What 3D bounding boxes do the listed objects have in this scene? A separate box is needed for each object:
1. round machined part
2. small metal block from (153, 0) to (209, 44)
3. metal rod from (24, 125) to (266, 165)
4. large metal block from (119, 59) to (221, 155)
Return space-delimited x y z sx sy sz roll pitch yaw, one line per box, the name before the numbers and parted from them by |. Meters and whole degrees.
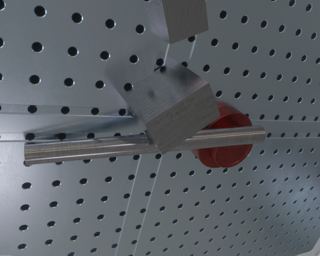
round machined part | 0.101 0.021 0.468 0.099 0.042 0.097 -14 124 -21
small metal block | 0.024 -0.128 0.345 0.050 0.025 0.050 -24 127 -14
metal rod | -0.005 0.019 0.389 0.302 0.025 0.025 -4 121 -16
large metal block | 0.010 -0.028 0.364 0.080 0.080 0.050 -33 129 -7
